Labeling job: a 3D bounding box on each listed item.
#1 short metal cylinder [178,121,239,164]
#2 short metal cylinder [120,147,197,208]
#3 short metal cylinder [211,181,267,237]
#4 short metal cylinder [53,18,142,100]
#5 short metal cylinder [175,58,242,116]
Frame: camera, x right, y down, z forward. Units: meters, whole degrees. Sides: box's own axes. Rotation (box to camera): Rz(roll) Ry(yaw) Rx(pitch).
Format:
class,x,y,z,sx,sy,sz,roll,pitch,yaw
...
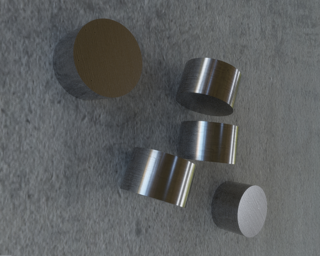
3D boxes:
class,x,y,z,sx,sy,sz,roll,pitch,yaw
short metal cylinder,0.066,0.021,0.427,0.081,0.080,0.050,10,84,-40
short metal cylinder,-0.001,0.060,0.370,0.080,0.080,0.050,27,73,-37
short metal cylinder,0.129,0.129,0.500,0.081,0.050,0.079,0,90,-40
short metal cylinder,-0.066,-0.071,0.334,0.081,0.050,0.079,0,90,-40
short metal cylinder,0.067,-0.054,0.427,0.080,0.080,0.050,27,73,-37
